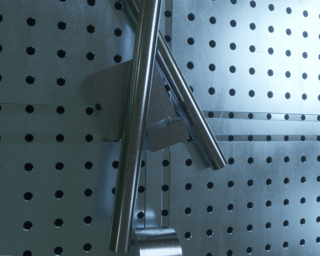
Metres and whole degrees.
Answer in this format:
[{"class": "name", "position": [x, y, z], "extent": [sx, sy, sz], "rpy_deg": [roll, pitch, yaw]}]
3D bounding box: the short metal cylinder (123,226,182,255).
[{"class": "short metal cylinder", "position": [-0.011, 0.163, 0.381], "extent": [0.050, 0.080, 0.080], "rpy_deg": [4, 89, -20]}]

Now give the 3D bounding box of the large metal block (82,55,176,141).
[{"class": "large metal block", "position": [-0.039, -0.038, 0.386], "extent": [0.081, 0.050, 0.080], "rpy_deg": [-25, 99, -19]}]

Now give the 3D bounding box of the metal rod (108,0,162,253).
[{"class": "metal rod", "position": [-0.027, -0.014, 0.350], "extent": [0.025, 0.025, 0.298], "rpy_deg": [8, 87, -20]}]

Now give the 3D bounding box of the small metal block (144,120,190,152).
[{"class": "small metal block", "position": [0.003, 0.009, 0.401], "extent": [0.050, 0.050, 0.025], "rpy_deg": [-19, 97, -19]}]

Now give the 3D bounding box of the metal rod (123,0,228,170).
[{"class": "metal rod", "position": [0.016, -0.075, 0.419], "extent": [0.025, 0.025, 0.299], "rpy_deg": [-32, 101, -17]}]
